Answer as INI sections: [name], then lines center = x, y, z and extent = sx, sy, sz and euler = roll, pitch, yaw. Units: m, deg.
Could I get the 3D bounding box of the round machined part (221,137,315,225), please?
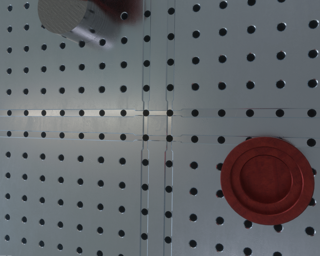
[round machined part]
center = 0.123, 0.058, 0.360
extent = 0.098, 0.042, 0.097
euler = 0, 90, 19

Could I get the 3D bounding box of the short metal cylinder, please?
[short metal cylinder]
center = -0.125, -0.168, 0.443
extent = 0.080, 0.050, 0.079
euler = 0, 90, 19
